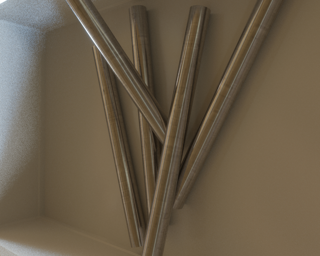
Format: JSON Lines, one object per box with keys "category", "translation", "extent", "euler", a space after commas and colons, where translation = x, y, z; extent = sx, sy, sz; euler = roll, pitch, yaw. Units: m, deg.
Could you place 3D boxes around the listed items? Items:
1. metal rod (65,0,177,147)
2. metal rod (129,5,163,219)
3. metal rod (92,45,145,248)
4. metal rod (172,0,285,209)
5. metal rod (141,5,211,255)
{"category": "metal rod", "translation": [-0.063, -0.100, 0.365], "extent": [0.025, 0.025, 0.299], "euler": [-25, 104, 37]}
{"category": "metal rod", "translation": [-0.017, -0.017, 0.418], "extent": [0.025, 0.025, 0.298], "euler": [-9, 84, 39]}
{"category": "metal rod", "translation": [-0.060, 0.018, 0.453], "extent": [0.025, 0.025, 0.299], "euler": [-21, 77, 38]}
{"category": "metal rod", "translation": [0.073, -0.036, 0.345], "extent": [0.025, 0.025, 0.298], "euler": [35, 111, 34]}
{"category": "metal rod", "translation": [0.019, 0.006, 0.366], "extent": [0.025, 0.025, 0.298], "euler": [11, 90, 39]}
